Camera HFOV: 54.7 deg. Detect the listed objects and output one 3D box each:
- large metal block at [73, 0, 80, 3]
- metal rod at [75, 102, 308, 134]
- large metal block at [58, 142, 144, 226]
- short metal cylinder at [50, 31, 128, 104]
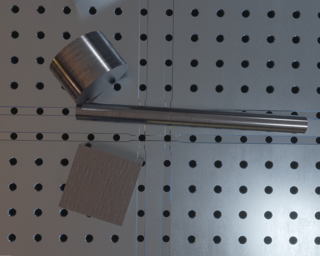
[{"bbox_3d":[-0.102,-0.225,0.399,0.080,0.050,0.080,-31,90,0],"label":"large metal block"},{"bbox_3d":[0.042,-0.013,0.413,0.302,0.025,0.025,4,90,-1],"label":"metal rod"},{"bbox_3d":[-0.072,0.069,0.400,0.080,0.050,0.080,18,90,-1],"label":"large metal block"},{"bbox_3d":[-0.087,-0.074,0.385,0.080,0.080,0.050,-37,90,0],"label":"short metal cylinder"}]
